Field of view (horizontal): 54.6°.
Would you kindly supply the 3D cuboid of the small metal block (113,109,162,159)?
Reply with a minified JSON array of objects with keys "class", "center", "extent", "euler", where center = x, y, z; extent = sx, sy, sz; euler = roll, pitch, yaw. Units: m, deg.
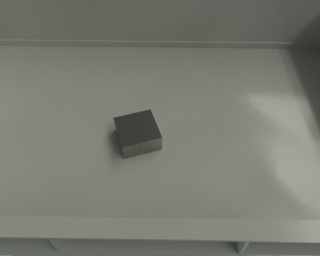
[{"class":"small metal block","center":[-0.029,0.007,0.399],"extent":[0.050,0.025,0.050],"euler":[-14,51,-11]}]
